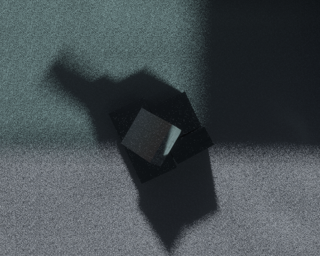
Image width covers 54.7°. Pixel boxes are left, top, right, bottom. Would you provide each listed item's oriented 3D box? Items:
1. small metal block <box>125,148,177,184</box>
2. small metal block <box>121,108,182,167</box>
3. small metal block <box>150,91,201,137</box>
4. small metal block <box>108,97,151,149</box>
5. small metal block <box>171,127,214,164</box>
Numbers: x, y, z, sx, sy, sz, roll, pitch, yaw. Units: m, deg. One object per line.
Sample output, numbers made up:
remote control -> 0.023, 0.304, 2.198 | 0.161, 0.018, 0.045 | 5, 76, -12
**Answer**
small metal block -> -0.011, 0.039, 0.410 | 0.050, 0.025, 0.050 | -25, 90, -1
small metal block -> -0.011, 0.011, 0.372 | 0.050, 0.025, 0.050 | 30, 90, 34
small metal block -> 0.020, -0.014, 0.410 | 0.050, 0.025, 0.050 | -25, 90, -1
small metal block -> -0.033, -0.007, 0.409 | 0.050, 0.025, 0.050 | -25, 90, -1
small metal block -> 0.037, 0.021, 0.398 | 0.050, 0.050, 0.025 | -28, 90, -1
